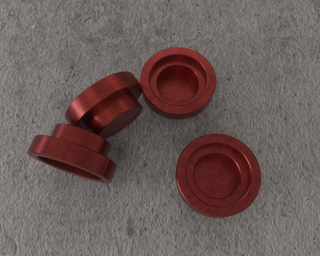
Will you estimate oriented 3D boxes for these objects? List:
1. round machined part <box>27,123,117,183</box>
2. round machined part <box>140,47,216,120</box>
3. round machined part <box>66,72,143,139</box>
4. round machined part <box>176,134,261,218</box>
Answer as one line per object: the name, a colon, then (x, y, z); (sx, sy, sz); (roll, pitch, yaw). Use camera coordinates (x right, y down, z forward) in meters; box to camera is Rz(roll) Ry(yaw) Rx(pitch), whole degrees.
round machined part: (-0.096, 0.028, 0.359); (0.098, 0.098, 0.042); (16, 71, 6)
round machined part: (0.024, -0.056, 0.420); (0.099, 0.042, 0.098); (0, 70, 0)
round machined part: (-0.060, -0.021, 0.377); (0.098, 0.098, 0.042); (-35, 81, -12)
round machined part: (0.068, 0.059, 0.378); (0.099, 0.042, 0.098); (0, 70, 0)
